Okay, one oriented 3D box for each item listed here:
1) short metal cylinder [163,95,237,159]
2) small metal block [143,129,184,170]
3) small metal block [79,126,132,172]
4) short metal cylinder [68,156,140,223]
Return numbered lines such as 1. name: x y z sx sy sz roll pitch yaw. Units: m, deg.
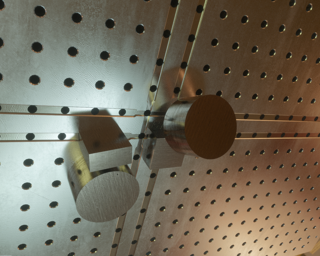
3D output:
1. short metal cylinder: 0.052 -0.002 0.402 0.081 0.050 0.079 -1 91 -29
2. small metal block: 0.008 0.029 0.433 0.050 0.025 0.050 -2 120 -28
3. small metal block: -0.066 0.024 0.374 0.050 0.050 0.025 -10 123 -23
4. short metal cylinder: -0.073 0.074 0.401 0.081 0.050 0.079 -14 124 -21
